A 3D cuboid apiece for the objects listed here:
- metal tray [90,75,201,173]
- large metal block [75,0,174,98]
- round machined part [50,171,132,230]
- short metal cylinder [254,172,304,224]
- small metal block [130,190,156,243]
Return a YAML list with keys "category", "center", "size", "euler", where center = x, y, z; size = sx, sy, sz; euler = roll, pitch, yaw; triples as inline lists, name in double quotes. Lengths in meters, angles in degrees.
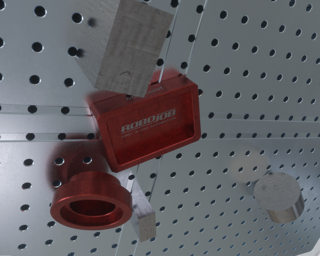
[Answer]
- category: "metal tray"
  center: [-0.013, -0.005, 0.397]
  size: [0.131, 0.030, 0.089]
  euler: [-20, 126, -16]
- category: "large metal block"
  center: [-0.039, -0.086, 0.301]
  size: [0.050, 0.080, 0.079]
  euler: [8, 114, -32]
- category: "round machined part"
  center: [-0.084, 0.090, 0.393]
  size: [0.099, 0.042, 0.097]
  euler: [-3, 139, -2]
- category: "short metal cylinder"
  center: [0.222, 0.129, 0.576]
  size: [0.080, 0.080, 0.050]
  euler: [-37, 129, -4]
- category: "small metal block"
  center: [-0.028, 0.131, 0.461]
  size: [0.025, 0.050, 0.050]
  euler: [-15, 125, -20]
